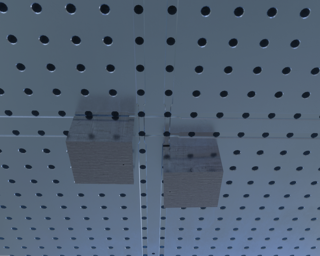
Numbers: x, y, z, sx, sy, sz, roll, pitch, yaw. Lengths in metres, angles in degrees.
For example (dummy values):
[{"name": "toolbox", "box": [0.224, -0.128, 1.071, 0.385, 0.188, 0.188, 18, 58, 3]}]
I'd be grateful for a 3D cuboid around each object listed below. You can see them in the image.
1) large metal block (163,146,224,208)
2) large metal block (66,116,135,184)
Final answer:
[{"name": "large metal block", "box": [0.045, 0.073, 0.458, 0.081, 0.050, 0.079, -1, 130, 0]}, {"name": "large metal block", "box": [-0.075, 0.031, 0.421, 0.081, 0.050, 0.079, 1, 130, -2]}]
